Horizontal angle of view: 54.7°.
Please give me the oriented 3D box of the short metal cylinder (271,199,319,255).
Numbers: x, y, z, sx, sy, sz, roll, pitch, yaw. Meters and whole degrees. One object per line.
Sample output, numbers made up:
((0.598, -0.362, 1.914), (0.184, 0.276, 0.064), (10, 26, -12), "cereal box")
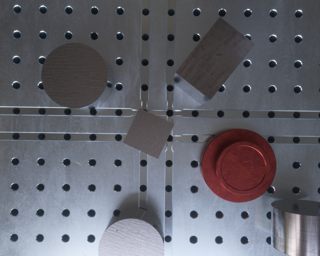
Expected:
((0.182, 0.124, 0.387), (0.081, 0.080, 0.050), (0, 90, 0), "short metal cylinder")

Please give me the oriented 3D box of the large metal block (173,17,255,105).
((0.062, -0.078, 0.386), (0.050, 0.080, 0.080), (38, 90, 0), "large metal block")

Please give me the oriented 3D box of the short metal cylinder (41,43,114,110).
((-0.103, -0.064, 0.400), (0.081, 0.050, 0.080), (0, 90, 0), "short metal cylinder")

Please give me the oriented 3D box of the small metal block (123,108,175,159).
((-0.015, 0.007, 0.413), (0.050, 0.025, 0.050), (25, 90, 0), "small metal block")

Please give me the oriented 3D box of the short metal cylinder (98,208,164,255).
((-0.035, 0.150, 0.401), (0.081, 0.050, 0.080), (0, 90, 0), "short metal cylinder")

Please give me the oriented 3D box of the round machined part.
((0.104, 0.050, 0.405), (0.099, 0.042, 0.097), (0, 90, 0), "round machined part")
